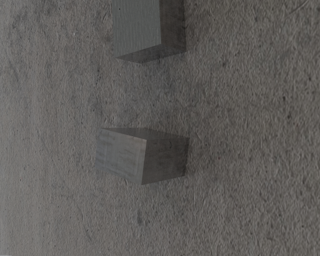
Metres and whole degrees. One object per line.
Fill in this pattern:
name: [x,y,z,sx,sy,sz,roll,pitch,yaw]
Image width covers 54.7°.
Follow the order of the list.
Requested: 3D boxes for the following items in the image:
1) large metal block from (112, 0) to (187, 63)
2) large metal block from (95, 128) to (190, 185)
large metal block: [-0.015,-0.134,0.401,0.080,0.050,0.080,-4,87,40]
large metal block: [-0.022,0.031,0.387,0.080,0.081,0.050,12,98,39]
